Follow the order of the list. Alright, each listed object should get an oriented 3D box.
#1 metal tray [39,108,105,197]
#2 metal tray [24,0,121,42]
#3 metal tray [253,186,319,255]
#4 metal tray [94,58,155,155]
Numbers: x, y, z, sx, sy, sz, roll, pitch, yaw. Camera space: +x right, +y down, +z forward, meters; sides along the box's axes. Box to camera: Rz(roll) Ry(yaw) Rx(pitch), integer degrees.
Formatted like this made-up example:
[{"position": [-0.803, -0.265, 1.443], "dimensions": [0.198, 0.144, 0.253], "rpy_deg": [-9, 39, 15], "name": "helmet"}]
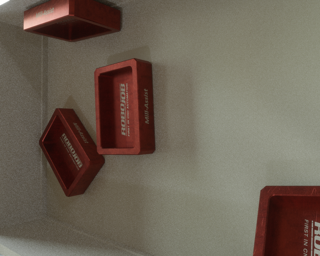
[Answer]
[{"position": [-0.155, 0.040, 0.531], "dimensions": [0.130, 0.030, 0.090], "rpy_deg": [52, 120, 27], "name": "metal tray"}, {"position": [-0.136, -0.164, 0.476], "dimensions": [0.130, 0.091, 0.030], "rpy_deg": [3, 92, 40], "name": "metal tray"}, {"position": [0.126, 0.113, 0.255], "dimensions": [0.090, 0.030, 0.130], "rpy_deg": [-9, 52, 38], "name": "metal tray"}, {"position": [-0.053, -0.027, 0.447], "dimensions": [0.090, 0.030, 0.129], "rpy_deg": [-4, 87, 40], "name": "metal tray"}]
